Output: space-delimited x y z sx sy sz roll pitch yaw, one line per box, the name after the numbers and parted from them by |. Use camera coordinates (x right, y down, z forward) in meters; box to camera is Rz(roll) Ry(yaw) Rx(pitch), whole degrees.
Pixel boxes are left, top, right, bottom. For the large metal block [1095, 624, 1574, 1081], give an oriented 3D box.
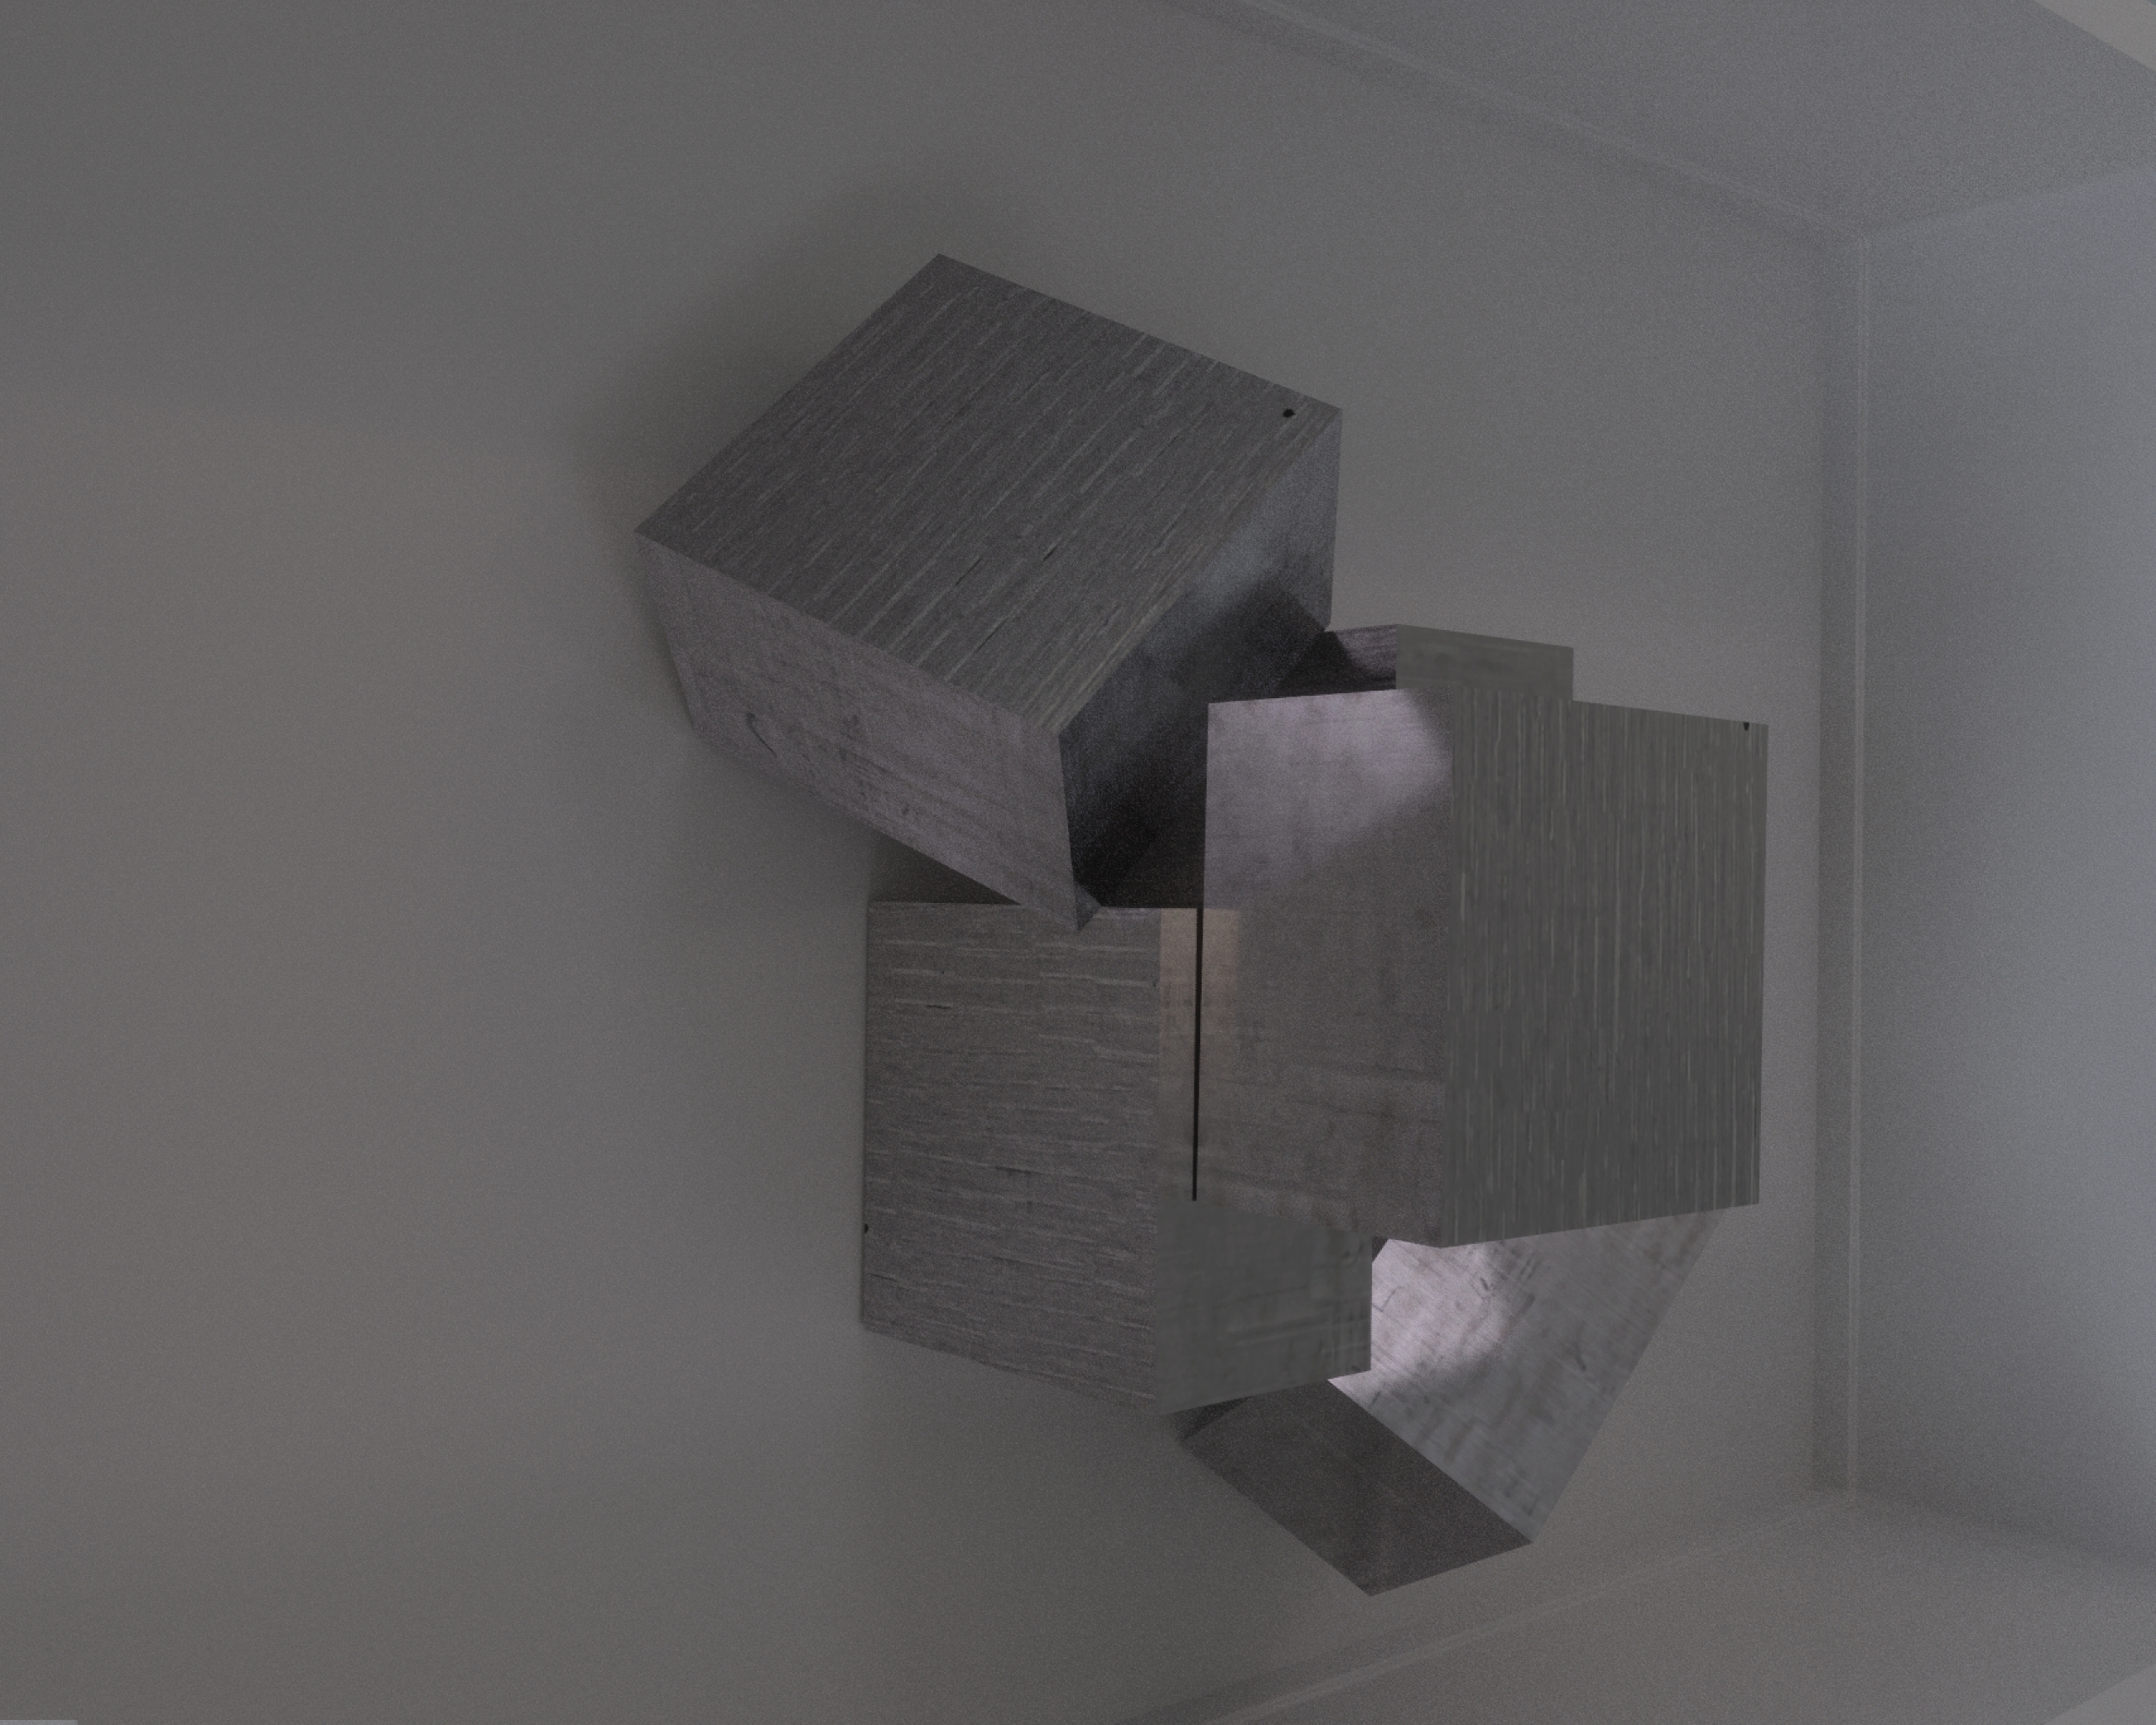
0.048 -0.001 0.407 0.050 0.080 0.080 1 89 -40 | large metal block

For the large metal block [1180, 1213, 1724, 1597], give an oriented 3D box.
0.074 0.094 0.421 0.050 0.080 0.080 38 61 5 | large metal block

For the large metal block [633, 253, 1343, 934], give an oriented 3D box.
-0.012 -0.047 0.349 0.080 0.080 0.050 -51 155 -28 | large metal block

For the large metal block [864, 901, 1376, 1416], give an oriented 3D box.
0.006 0.047 0.374 0.050 0.080 0.080 1 89 -40 | large metal block

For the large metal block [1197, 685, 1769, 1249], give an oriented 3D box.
0.067 0.016 0.340 0.081 0.050 0.080 2 89 -40 | large metal block
